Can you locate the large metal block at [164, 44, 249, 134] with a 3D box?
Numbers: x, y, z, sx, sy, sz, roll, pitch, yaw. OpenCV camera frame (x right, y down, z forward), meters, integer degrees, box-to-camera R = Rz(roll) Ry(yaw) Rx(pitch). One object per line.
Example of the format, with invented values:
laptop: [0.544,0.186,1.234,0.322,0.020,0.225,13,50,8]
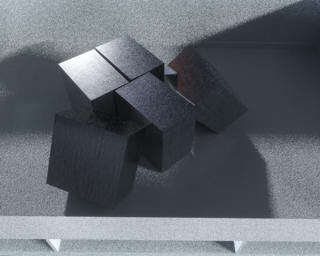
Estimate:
large metal block: [0.058,-0.049,0.401,0.050,0.080,0.080,-41,51,18]

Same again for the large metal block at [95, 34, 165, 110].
large metal block: [-0.039,-0.067,0.423,0.050,0.080,0.080,-32,57,-24]

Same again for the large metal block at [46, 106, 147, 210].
large metal block: [-0.068,0.029,0.334,0.080,0.079,0.050,17,17,13]

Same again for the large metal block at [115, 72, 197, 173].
large metal block: [-0.005,-0.006,0.372,0.050,0.080,0.080,-34,58,-25]

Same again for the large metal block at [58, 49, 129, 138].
large metal block: [-0.081,-0.041,0.401,0.050,0.080,0.080,-31,57,-23]
